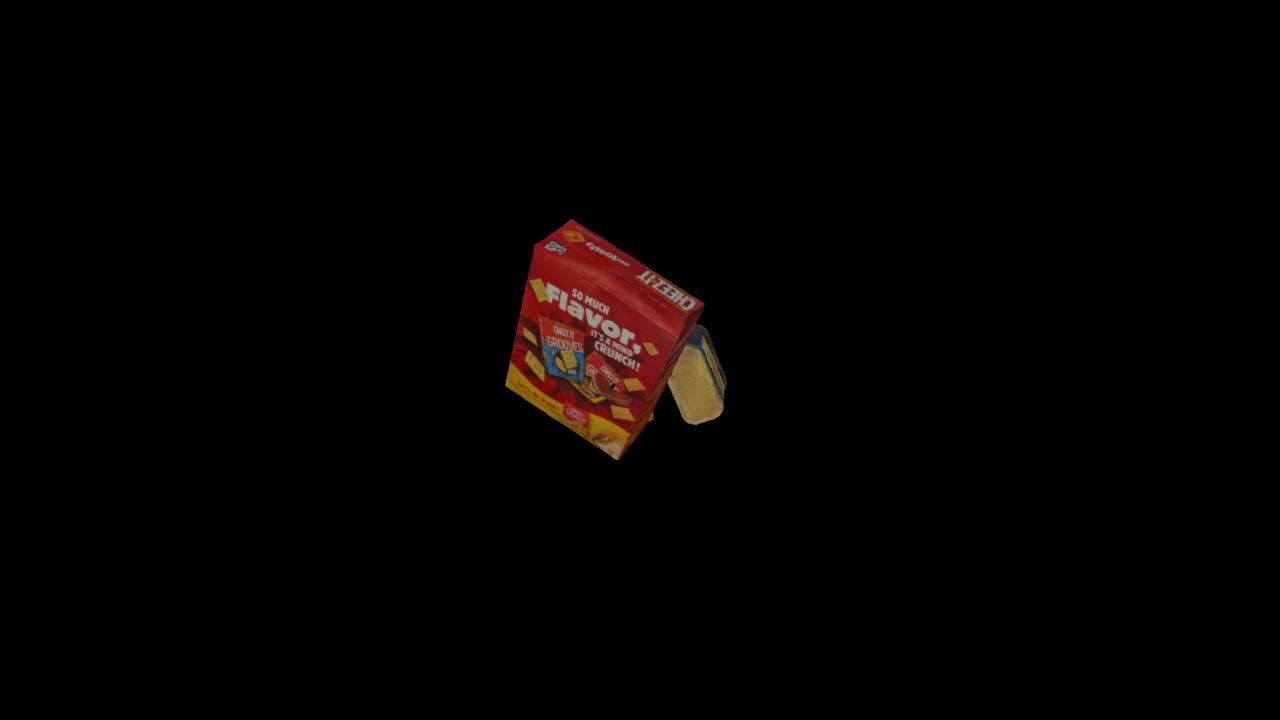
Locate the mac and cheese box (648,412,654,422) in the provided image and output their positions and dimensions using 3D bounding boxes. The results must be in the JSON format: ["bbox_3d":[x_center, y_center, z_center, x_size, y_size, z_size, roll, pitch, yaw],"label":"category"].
[{"bbox_3d":[-0.035,0.020,0.760,0.093,0.184,0.041,-20,47,-13],"label":"mac and cheese box"}]

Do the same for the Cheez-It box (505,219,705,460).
[{"bbox_3d":[-0.048,-0.013,0.657,0.166,0.223,0.071,33,47,9],"label":"Cheez-It box"}]

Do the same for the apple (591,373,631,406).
[{"bbox_3d":[-0.013,0.011,0.656,0.079,0.079,0.093,0,19,21],"label":"apple"}]

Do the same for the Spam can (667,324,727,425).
[{"bbox_3d":[0.066,0.017,0.747,0.058,0.101,0.085,-20,16,14],"label":"Spam can"}]
